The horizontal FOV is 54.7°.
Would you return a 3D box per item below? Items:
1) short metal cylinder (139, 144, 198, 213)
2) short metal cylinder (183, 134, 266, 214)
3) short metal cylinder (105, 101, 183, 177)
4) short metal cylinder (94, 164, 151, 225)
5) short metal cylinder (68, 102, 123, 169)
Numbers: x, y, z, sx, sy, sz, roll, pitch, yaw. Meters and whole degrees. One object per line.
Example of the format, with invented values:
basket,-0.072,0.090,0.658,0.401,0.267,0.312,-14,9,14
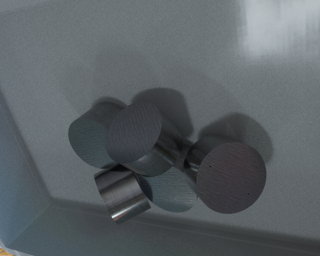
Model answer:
short metal cylinder,0.020,0.067,0.420,0.080,0.050,0.079,13,124,20
short metal cylinder,0.073,0.051,0.356,0.081,0.050,0.079,-2,98,-11
short metal cylinder,-0.019,0.014,0.379,0.080,0.080,0.050,-8,150,31
short metal cylinder,-0.053,0.090,0.445,0.050,0.080,0.080,-27,109,-7
short metal cylinder,-0.080,0.010,0.436,0.080,0.050,0.079,13,124,20
